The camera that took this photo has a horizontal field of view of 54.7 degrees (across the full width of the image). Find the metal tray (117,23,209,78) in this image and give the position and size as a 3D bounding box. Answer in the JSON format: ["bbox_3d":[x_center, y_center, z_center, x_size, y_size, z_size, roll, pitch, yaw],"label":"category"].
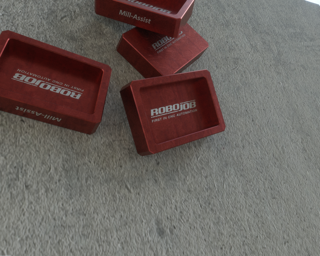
[{"bbox_3d":[0.008,-0.127,0.482,0.090,0.030,0.131,44,51,2],"label":"metal tray"}]

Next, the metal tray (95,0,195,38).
[{"bbox_3d":[-0.021,-0.187,0.471,0.131,0.030,0.090,19,46,7],"label":"metal tray"}]

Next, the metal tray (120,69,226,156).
[{"bbox_3d":[0.021,-0.023,0.407,0.131,0.030,0.090,-15,89,-34],"label":"metal tray"}]

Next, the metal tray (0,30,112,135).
[{"bbox_3d":[-0.129,-0.052,0.362,0.131,0.030,0.090,17,55,-19],"label":"metal tray"}]
